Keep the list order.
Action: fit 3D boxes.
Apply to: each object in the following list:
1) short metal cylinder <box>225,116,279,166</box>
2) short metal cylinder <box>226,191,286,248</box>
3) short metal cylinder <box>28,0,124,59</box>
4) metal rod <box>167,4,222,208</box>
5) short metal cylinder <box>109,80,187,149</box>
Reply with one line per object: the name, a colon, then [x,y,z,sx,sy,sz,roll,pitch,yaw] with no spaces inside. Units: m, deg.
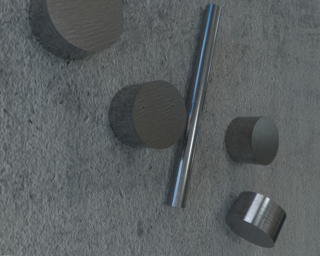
short metal cylinder: [0.155,0.020,0.518,0.081,0.050,0.080,0,90,-40]
short metal cylinder: [0.154,0.147,0.498,0.080,0.080,0.050,52,60,-27]
short metal cylinder: [-0.085,-0.114,0.317,0.081,0.050,0.080,0,90,-40]
metal rod: [0.052,-0.038,0.447,0.025,0.025,0.299,19,78,-38]
short metal cylinder: [-0.014,-0.015,0.376,0.081,0.050,0.080,0,90,-40]
